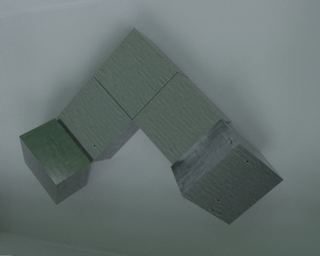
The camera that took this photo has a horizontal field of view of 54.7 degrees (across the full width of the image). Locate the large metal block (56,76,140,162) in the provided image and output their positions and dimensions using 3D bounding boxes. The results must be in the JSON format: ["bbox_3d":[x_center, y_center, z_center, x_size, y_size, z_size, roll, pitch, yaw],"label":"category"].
[{"bbox_3d":[-0.079,-0.012,0.423,0.080,0.050,0.080,-46,76,14],"label":"large metal block"}]

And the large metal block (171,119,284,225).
[{"bbox_3d":[0.073,0.050,0.347,0.080,0.050,0.080,36,106,-29],"label":"large metal block"}]

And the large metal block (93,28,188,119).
[{"bbox_3d":[-0.024,-0.067,0.404,0.080,0.050,0.080,-46,76,14],"label":"large metal block"}]

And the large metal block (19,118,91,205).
[{"bbox_3d":[-0.142,0.047,0.423,0.080,0.050,0.080,48,147,13],"label":"large metal block"}]

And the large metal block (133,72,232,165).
[{"bbox_3d":[0.028,-0.009,0.385,0.080,0.050,0.080,-46,76,14],"label":"large metal block"}]
